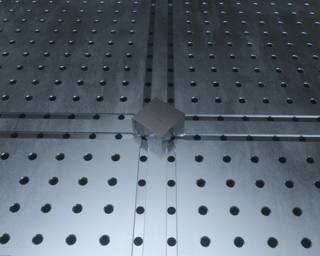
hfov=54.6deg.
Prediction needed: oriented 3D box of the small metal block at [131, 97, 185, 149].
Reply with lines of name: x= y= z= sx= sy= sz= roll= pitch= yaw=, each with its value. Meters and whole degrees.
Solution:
small metal block: x=-0.002 y=-0.008 z=0.415 sx=0.050 sy=0.025 sz=0.050 roll=32 pitch=57 yaw=23
